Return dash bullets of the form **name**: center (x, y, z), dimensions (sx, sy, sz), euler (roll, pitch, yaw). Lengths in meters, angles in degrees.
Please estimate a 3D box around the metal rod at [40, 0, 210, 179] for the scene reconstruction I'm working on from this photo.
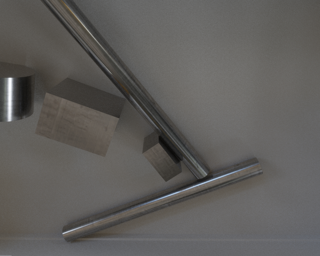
- **metal rod**: center (-0.028, -0.040, 0.370), dimensions (0.025, 0.025, 0.300), euler (-35, 117, 12)

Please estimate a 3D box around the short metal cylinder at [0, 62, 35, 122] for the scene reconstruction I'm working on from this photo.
- **short metal cylinder**: center (-0.191, -0.045, 0.363), dimensions (0.081, 0.080, 0.050), euler (9, 110, -4)

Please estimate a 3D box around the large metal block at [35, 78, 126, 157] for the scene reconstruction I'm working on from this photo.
- **large metal block**: center (-0.091, -0.016, 0.375), dimensions (0.080, 0.080, 0.050), euler (20, 109, -8)

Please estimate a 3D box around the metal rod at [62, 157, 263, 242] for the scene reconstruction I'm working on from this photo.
- **metal rod**: center (-0.001, 0.106, 0.450), dimensions (0.301, 0.025, 0.025), euler (-21, 109, 7)

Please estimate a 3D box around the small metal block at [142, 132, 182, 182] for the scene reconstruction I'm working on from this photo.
- **small metal block**: center (0.003, 0.035, 0.411), dimensions (0.025, 0.050, 0.050), euler (-34, 107, 12)
